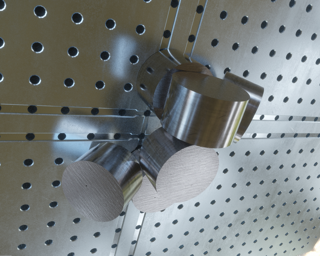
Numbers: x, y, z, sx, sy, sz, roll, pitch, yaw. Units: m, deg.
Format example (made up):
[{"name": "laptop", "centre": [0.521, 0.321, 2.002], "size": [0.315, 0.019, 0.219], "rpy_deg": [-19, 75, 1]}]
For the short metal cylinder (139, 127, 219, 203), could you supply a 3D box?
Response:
[{"name": "short metal cylinder", "centre": [0.022, 0.041, 0.366], "size": [0.081, 0.050, 0.079], "rpy_deg": [-14, 124, -21]}]

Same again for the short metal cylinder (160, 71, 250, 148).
[{"name": "short metal cylinder", "centre": [0.045, -0.021, 0.321], "size": [0.081, 0.080, 0.050], "rpy_deg": [0, 118, -29]}]

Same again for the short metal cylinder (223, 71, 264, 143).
[{"name": "short metal cylinder", "centre": [0.091, -0.027, 0.400], "size": [0.050, 0.080, 0.079], "rpy_deg": [26, 109, 5]}]

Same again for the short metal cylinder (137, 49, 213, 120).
[{"name": "short metal cylinder", "centre": [0.019, -0.049, 0.374], "size": [0.081, 0.050, 0.079], "rpy_deg": [-14, 125, -21]}]

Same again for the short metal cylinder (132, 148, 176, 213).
[{"name": "short metal cylinder", "centre": [-0.010, 0.071, 0.432], "size": [0.081, 0.050, 0.079], "rpy_deg": [-14, 125, -21]}]

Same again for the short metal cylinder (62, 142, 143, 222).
[{"name": "short metal cylinder", "centre": [-0.068, 0.064, 0.371], "size": [0.050, 0.080, 0.079], "rpy_deg": [-46, 152, -60]}]
